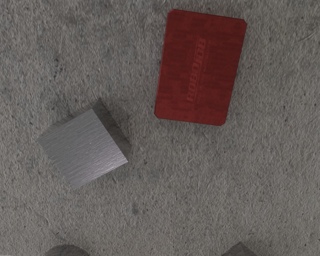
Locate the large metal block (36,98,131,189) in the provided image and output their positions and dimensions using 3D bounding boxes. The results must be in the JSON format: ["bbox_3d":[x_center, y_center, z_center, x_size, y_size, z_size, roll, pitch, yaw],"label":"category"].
[{"bbox_3d":[-0.094,0.019,0.403,0.080,0.050,0.080,-28,108,10],"label":"large metal block"}]

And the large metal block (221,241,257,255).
[{"bbox_3d":[0.128,0.241,0.487,0.080,0.050,0.080,42,105,-14],"label":"large metal block"}]

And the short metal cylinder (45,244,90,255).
[{"bbox_3d":[-0.149,0.230,0.480,0.081,0.050,0.079,0,110,0],"label":"short metal cylinder"}]

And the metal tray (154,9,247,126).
[{"bbox_3d":[0.046,-0.072,0.381,0.091,0.030,0.129,7,110,-3],"label":"metal tray"}]
